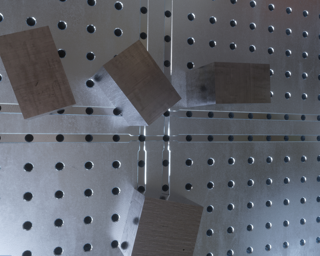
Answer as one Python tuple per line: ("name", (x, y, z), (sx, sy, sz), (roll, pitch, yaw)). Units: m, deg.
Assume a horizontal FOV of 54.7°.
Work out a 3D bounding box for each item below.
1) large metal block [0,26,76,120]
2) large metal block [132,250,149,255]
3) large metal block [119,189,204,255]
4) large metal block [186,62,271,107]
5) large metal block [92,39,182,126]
("large metal block", (-0.133, -0.054, 0.335), (0.050, 0.080, 0.080), (-20, 97, -19))
("large metal block", (-0.011, 0.218, 0.397), (0.080, 0.050, 0.080), (32, 80, -18))
("large metal block", (0.001, 0.129, 0.401), (0.081, 0.050, 0.080), (15, 85, -20))
("large metal block", (0.089, -0.055, 0.418), (0.081, 0.080, 0.050), (-2, 91, -20))
("large metal block", (-0.031, -0.049, 0.373), (0.050, 0.080, 0.080), (-41, 103, -16))
